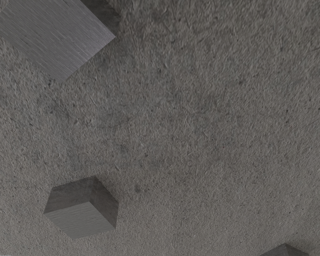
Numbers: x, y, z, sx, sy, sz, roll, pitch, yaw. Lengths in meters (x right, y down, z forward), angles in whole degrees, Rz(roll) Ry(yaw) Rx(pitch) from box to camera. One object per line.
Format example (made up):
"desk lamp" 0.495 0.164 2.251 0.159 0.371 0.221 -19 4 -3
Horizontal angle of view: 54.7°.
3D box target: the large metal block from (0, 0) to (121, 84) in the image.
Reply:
"large metal block" -0.097 -0.104 0.301 0.080 0.050 0.080 -33 123 24

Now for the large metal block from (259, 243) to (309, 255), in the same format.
"large metal block" 0.259 0.289 0.640 0.080 0.050 0.080 30 124 -23

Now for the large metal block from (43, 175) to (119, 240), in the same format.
"large metal block" -0.124 0.130 0.500 0.080 0.050 0.080 -18 128 14
